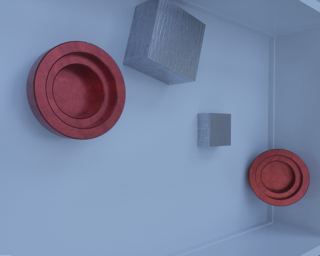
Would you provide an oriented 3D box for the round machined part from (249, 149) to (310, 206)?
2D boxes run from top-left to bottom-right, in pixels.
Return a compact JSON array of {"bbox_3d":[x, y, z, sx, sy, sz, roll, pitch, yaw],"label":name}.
[{"bbox_3d":[0.209,0.086,0.550,0.042,0.098,0.097,21,74,-75],"label":"round machined part"}]

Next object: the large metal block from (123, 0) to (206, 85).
[{"bbox_3d":[0.007,-0.108,0.398,0.080,0.050,0.080,18,79,-39],"label":"large metal block"}]

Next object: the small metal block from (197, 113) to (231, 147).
[{"bbox_3d":[0.084,0.003,0.480,0.050,0.025,0.050,0,90,-40],"label":"small metal block"}]

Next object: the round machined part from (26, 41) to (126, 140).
[{"bbox_3d":[-0.088,-0.037,0.323,0.099,0.042,0.097,0,90,-40],"label":"round machined part"}]
